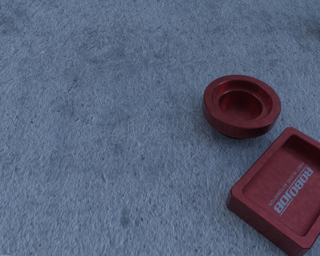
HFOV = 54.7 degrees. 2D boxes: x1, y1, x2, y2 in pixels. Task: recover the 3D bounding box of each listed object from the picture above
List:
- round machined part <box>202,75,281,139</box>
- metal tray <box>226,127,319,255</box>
[{"bbox_3d":[0.105,-0.024,0.413,0.099,0.042,0.098,0,50,0],"label":"round machined part"},{"bbox_3d":[0.149,0.065,0.347,0.090,0.030,0.131,36,58,26],"label":"metal tray"}]
